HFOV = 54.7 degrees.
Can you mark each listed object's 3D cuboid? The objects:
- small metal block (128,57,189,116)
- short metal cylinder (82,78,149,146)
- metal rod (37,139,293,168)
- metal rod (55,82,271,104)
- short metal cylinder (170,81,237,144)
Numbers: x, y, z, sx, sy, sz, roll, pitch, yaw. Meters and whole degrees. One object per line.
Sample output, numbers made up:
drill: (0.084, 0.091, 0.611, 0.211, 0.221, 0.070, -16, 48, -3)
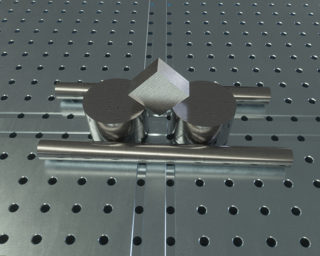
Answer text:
small metal block: (-0.001, -0.047, 0.366, 0.050, 0.050, 0.025, 33, 42, -30)
short metal cylinder: (-0.055, -0.019, 0.403, 0.081, 0.050, 0.080, 0, 50, 0)
metal rod: (0.005, 0.031, 0.377, 0.302, 0.025, 0.025, 2, 50, 1)
metal rod: (0.004, -0.050, 0.445, 0.302, 0.025, 0.025, 2, 50, 1)
short metal cylinder: (0.054, -0.016, 0.401, 0.081, 0.050, 0.080, 0, 50, 0)
